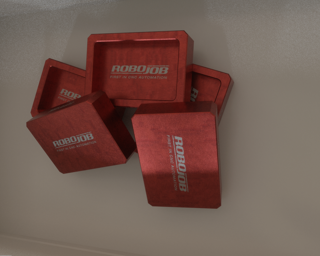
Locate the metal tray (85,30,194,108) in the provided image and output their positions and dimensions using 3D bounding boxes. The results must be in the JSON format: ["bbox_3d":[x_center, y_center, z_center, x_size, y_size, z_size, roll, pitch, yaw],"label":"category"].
[{"bbox_3d":[-0.027,-0.070,0.383,0.130,0.030,0.089,4,91,19],"label":"metal tray"}]

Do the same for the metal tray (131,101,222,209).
[{"bbox_3d":[0.024,0.035,0.363,0.090,0.030,0.129,-2,118,14],"label":"metal tray"}]

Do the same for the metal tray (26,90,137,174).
[{"bbox_3d":[-0.104,0.010,0.405,0.130,0.030,0.090,-13,115,34],"label":"metal tray"}]

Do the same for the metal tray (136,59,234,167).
[{"bbox_3d":[0.029,-0.016,0.395,0.090,0.030,0.129,20,97,18],"label":"metal tray"}]

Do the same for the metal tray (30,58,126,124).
[{"bbox_3d":[-0.115,-0.038,0.444,0.130,0.030,0.089,21,97,18],"label":"metal tray"}]
